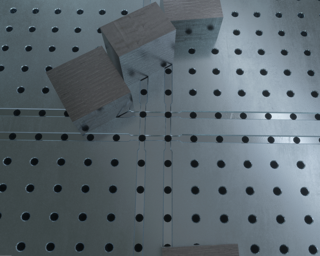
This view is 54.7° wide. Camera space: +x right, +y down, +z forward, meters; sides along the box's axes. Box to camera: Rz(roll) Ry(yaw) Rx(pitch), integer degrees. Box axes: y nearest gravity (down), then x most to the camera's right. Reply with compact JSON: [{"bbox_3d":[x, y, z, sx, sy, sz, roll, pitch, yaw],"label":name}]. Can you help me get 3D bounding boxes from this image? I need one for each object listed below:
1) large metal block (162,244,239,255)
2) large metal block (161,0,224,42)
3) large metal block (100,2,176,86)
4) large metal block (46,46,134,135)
[{"bbox_3d":[0.044,0.170,0.337,0.081,0.050,0.080,-2,70,-1],"label":"large metal block"},{"bbox_3d":[0.044,-0.179,0.465,0.081,0.050,0.080,-5,70,-2],"label":"large metal block"},{"bbox_3d":[-0.027,-0.111,0.423,0.080,0.080,0.050,-29,73,-10],"label":"large metal block"},{"bbox_3d":[-0.091,-0.050,0.416,0.080,0.050,0.080,-29,73,-10],"label":"large metal block"}]
